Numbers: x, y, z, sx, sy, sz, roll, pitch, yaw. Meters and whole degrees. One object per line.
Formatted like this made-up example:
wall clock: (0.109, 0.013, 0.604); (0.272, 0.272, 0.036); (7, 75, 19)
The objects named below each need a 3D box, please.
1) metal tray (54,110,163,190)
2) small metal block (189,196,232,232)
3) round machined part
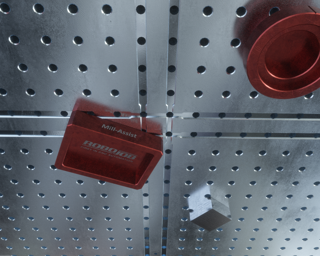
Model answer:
metal tray: (-0.072, 0.035, 0.437); (0.131, 0.030, 0.089); (18, 128, -15)
small metal block: (0.088, 0.151, 0.541); (0.050, 0.025, 0.050); (35, 122, -26)
round machined part: (0.138, -0.082, 0.331); (0.099, 0.042, 0.097); (0, 130, 0)
